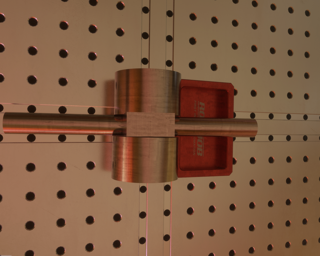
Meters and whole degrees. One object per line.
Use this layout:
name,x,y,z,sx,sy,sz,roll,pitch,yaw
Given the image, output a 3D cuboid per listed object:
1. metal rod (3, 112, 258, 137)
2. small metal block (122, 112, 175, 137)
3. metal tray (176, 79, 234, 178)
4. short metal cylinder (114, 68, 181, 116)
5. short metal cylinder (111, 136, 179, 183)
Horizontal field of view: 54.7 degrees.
metal rod,-0.025,-0.003,0.378,0.302,0.025,0.025,1,90,-11
small metal block,-0.014,-0.004,0.343,0.050,0.050,0.025,1,90,-12
metal tray,0.055,0.001,0.430,0.091,0.030,0.129,1,90,-20
short metal cylinder,-0.015,-0.040,0.376,0.081,0.080,0.050,1,90,-20
short metal cylinder,-0.018,0.035,0.376,0.081,0.080,0.050,1,90,-20
